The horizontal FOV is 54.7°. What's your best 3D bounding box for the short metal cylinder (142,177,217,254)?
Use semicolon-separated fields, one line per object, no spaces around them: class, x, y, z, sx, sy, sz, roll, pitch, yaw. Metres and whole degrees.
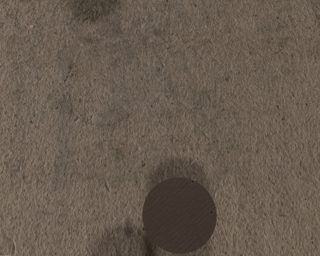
short metal cylinder;0.021;0.101;0.358;0.081;0.050;0.080;0;70;0
